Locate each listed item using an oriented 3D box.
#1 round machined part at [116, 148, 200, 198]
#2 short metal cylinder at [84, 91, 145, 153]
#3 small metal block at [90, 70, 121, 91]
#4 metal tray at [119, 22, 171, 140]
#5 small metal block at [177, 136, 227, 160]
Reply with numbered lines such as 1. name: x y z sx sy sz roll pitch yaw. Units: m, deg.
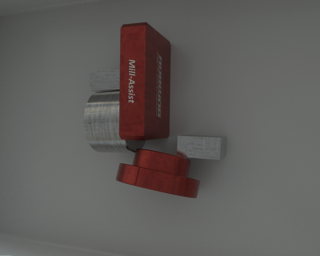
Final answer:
1. round machined part: 0.000 0.053 0.372 0.098 0.098 0.042 9 80 19
2. short metal cylinder: -0.054 -0.008 0.399 0.050 0.080 0.079 -1 90 20
3. small metal block: -0.059 -0.061 0.417 0.050 0.050 0.025 0 90 19
4. metal tray: -0.016 -0.051 0.380 0.030 0.090 0.129 1 90 20
5. small metal block: 0.052 0.022 0.378 0.050 0.050 0.025 2 91 19
